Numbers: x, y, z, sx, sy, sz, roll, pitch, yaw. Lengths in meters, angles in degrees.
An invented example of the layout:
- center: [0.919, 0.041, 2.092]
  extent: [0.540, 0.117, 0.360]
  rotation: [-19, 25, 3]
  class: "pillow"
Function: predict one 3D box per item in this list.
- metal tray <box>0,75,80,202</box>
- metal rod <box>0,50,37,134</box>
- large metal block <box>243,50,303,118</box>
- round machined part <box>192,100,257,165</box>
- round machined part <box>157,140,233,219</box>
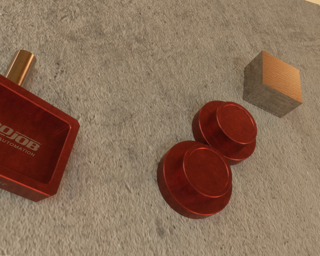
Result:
- center: [-0.148, 0.003, 0.289]
  extent: [0.130, 0.030, 0.090]
  rotation: [35, 47, -32]
  class: "metal tray"
- center: [-0.174, 0.040, 0.285]
  extent: [0.025, 0.025, 0.300]
  rotation: [19, 54, -18]
  class: "metal rod"
- center: [0.194, -0.075, 0.538]
  extent: [0.080, 0.050, 0.080]
  rotation: [24, 53, -14]
  class: "large metal block"
- center: [0.099, 0.001, 0.446]
  extent: [0.099, 0.042, 0.098]
  rotation: [14, 56, -21]
  class: "round machined part"
- center: [0.049, 0.059, 0.383]
  extent: [0.099, 0.042, 0.098]
  rotation: [14, 56, -21]
  class: "round machined part"
